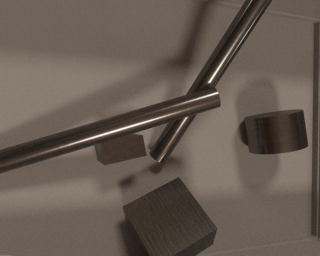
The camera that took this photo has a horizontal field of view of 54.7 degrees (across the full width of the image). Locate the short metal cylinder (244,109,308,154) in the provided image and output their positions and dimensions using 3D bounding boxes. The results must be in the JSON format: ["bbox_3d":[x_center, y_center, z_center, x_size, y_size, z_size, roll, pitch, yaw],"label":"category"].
[{"bbox_3d":[0.166,0.004,0.444,0.081,0.080,0.050,-11,94,-20],"label":"short metal cylinder"}]

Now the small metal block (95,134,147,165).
[{"bbox_3d":[-0.050,0.025,0.380,0.050,0.050,0.025,-11,95,-20],"label":"small metal block"}]

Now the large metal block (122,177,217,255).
[{"bbox_3d":[0.011,0.120,0.380,0.081,0.080,0.050,-25,143,-19],"label":"large metal block"}]

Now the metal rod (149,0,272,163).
[{"bbox_3d":[0.073,-0.082,0.369,0.025,0.025,0.298,26,108,-19],"label":"metal rod"}]

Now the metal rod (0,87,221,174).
[{"bbox_3d":[-0.078,0.008,0.345,0.302,0.025,0.025,-17,96,-6],"label":"metal rod"}]
